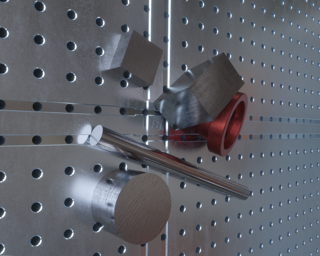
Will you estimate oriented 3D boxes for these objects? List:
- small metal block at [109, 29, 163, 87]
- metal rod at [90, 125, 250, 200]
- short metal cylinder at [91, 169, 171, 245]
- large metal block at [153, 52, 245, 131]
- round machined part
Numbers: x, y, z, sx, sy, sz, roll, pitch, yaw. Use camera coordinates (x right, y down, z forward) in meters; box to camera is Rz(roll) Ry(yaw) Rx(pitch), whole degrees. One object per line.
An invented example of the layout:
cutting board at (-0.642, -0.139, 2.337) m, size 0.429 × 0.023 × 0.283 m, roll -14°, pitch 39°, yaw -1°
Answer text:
small metal block at (-0.029, -0.085, 0.387) m, size 0.050 × 0.025 × 0.050 m, roll 27°, pitch 73°, yaw -37°
metal rod at (0.036, 0.060, 0.441) m, size 0.301 × 0.025 × 0.025 m, roll 26°, pitch 74°, yaw -37°
short metal cylinder at (-0.033, 0.090, 0.367) m, size 0.081 × 0.050 × 0.079 m, roll 0°, pitch 90°, yaw -40°
large metal block at (0.051, -0.046, 0.412) m, size 0.050 × 0.080 × 0.080 m, roll 52°, pitch 59°, yaw -14°
round machined part at (0.091, -0.010, 0.460) m, size 0.099 × 0.042 × 0.097 m, roll -43°, pitch 144°, yaw -42°
